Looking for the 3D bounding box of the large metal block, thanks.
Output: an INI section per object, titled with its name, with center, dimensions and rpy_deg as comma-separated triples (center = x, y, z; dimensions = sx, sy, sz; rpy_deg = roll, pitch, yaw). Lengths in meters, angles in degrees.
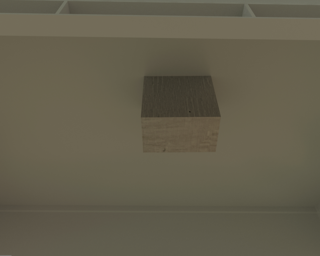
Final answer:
[large metal block]
center = 0.021, -0.018, 0.358
dimensions = 0.080, 0.080, 0.050
rpy_deg = 0, 130, 0
